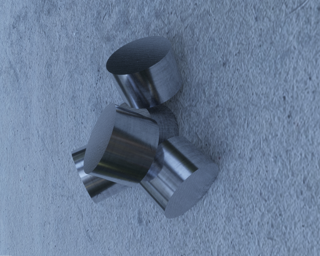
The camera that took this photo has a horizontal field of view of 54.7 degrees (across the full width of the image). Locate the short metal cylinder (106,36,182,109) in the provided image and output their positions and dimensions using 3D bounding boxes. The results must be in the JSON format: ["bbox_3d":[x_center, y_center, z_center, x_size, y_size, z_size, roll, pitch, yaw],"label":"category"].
[{"bbox_3d":[-0.018,-0.069,0.378,0.080,0.080,0.050,18,145,38],"label":"short metal cylinder"}]

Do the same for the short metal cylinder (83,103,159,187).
[{"bbox_3d":[-0.044,0.019,0.339,0.080,0.050,0.080,-45,33,41],"label":"short metal cylinder"}]

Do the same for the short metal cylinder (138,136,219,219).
[{"bbox_3d":[0.020,0.056,0.354,0.050,0.081,0.080,42,115,32],"label":"short metal cylinder"}]

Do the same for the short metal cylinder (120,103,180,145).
[{"bbox_3d":[-0.022,0.006,0.408,0.080,0.050,0.080,0,89,39],"label":"short metal cylinder"}]

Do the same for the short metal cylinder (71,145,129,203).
[{"bbox_3d":[-0.082,0.058,0.431,0.080,0.050,0.080,61,169,22],"label":"short metal cylinder"}]
